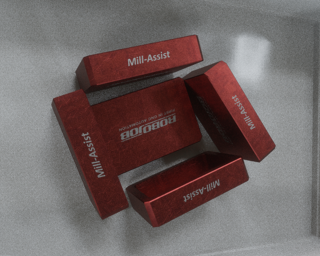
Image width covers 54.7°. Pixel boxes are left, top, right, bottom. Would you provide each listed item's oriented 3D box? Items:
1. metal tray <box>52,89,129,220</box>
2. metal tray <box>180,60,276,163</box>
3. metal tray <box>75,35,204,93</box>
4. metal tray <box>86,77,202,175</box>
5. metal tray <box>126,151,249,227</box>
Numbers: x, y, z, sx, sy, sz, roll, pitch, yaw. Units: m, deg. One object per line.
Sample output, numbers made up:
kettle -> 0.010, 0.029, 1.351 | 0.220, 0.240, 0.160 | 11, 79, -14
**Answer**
metal tray -> -0.081, 0.027, 0.344 | 0.030, 0.090, 0.129 | -23, 98, -19
metal tray -> 0.083, -0.019, 0.407 | 0.030, 0.090, 0.130 | -38, 103, -15
metal tray -> -0.027, -0.073, 0.364 | 0.131, 0.090, 0.030 | -17, 96, -20
metal tray -> -0.019, -0.004, 0.399 | 0.131, 0.030, 0.090 | -21, 97, -19
metal tray -> 0.031, 0.069, 0.387 | 0.131, 0.090, 0.030 | -22, 98, -19
